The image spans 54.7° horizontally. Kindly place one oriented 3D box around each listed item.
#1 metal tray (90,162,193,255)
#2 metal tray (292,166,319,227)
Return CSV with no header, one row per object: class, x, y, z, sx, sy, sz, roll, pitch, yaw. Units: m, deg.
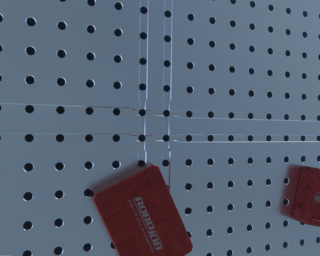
metal tray,-0.022,0.122,0.403,0.091,0.030,0.129,-26,99,-19
metal tray,0.289,0.122,0.519,0.131,0.030,0.090,16,85,-20
